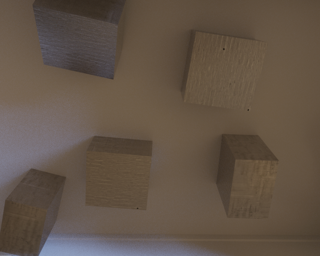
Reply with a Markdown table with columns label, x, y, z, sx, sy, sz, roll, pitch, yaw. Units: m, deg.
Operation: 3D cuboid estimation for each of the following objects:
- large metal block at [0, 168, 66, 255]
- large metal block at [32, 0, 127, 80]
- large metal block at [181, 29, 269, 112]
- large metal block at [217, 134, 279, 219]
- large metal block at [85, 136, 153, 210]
| label | x | y | z | sx | sy | sz | roll | pitch | yaw |
| --- | --- | --- | --- | --- | --- | --- | --- | --- | --- |
| large metal block | -0.172 | 0.114 | 0.422 | 0.050 | 0.080 | 0.079 | 16 | 109 | -6 |
| large metal block | -0.083 | -0.106 | 0.338 | 0.081 | 0.050 | 0.080 | 12 | 146 | -5 |
| large metal block | 0.073 | -0.070 | 0.372 | 0.081 | 0.050 | 0.079 | 8 | 110 | -3 |
| large metal block | 0.110 | 0.060 | 0.405 | 0.050 | 0.080 | 0.079 | 2 | 110 | -1 |
| large metal block | -0.054 | 0.060 | 0.419 | 0.081 | 0.050 | 0.079 | 5 | 110 | -2 |
